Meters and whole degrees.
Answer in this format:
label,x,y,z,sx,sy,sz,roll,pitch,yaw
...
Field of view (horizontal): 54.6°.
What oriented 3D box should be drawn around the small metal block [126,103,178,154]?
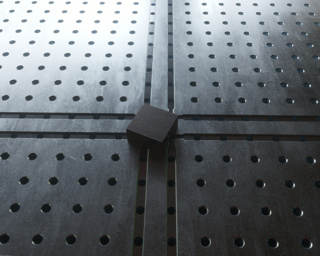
label,x,y,z,sx,sy,sz,roll,pitch,yaw
small metal block,-0.009,0.000,0.408,0.050,0.025,0.050,20,53,16
